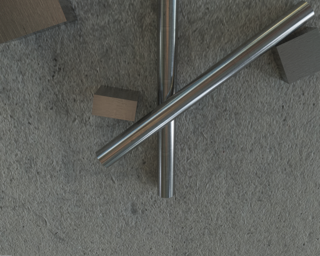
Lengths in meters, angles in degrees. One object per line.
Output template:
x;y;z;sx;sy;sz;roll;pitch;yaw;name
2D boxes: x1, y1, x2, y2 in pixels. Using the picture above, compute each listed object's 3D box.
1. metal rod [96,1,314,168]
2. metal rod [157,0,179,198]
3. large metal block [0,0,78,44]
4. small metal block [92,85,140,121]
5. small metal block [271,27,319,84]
0.050;-0.050;0.371;0.300;0.025;0.025;-36;107;4;metal rod
0.009;-0.046;0.392;0.025;0.025;0.298;0;110;-1;metal rod
-0.149;-0.146;0.341;0.080;0.050;0.080;-17;110;5;large metal block
-0.053;-0.032;0.384;0.050;0.050;0.025;9;110;-4;small metal block
0.170;-0.089;0.380;0.050;0.025;0.050;-24;109;8;small metal block
